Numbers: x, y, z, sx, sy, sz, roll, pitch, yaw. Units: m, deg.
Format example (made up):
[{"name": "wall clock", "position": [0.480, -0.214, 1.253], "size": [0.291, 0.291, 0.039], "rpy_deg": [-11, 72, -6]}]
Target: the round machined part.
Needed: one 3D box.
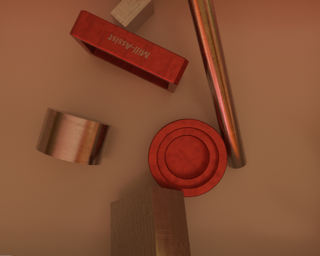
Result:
[{"name": "round machined part", "position": [0.034, 0.037, 0.403], "size": [0.099, 0.042, 0.097], "rpy_deg": [0, 90, -1]}]

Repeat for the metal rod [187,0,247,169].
[{"name": "metal rod", "position": [0.060, -0.079, 0.347], "size": [0.025, 0.025, 0.298], "rpy_deg": [-19, 117, 0]}]

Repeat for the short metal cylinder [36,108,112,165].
[{"name": "short metal cylinder", "position": [-0.105, 0.010, 0.383], "size": [0.080, 0.080, 0.050], "rpy_deg": [16, 90, -1]}]

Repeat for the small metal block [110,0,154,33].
[{"name": "small metal block", "position": [-0.034, -0.148, 0.398], "size": [0.025, 0.050, 0.050], "rpy_deg": [44, 90, -1]}]

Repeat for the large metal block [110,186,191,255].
[{"name": "large metal block", "position": [-0.014, 0.121, 0.364], "size": [0.050, 0.080, 0.080], "rpy_deg": [19, 54, -39]}]

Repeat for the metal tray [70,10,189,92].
[{"name": "metal tray", "position": [-0.034, -0.088, 0.378], "size": [0.131, 0.090, 0.030], "rpy_deg": [25, 90, -1]}]
